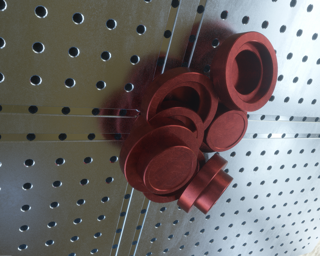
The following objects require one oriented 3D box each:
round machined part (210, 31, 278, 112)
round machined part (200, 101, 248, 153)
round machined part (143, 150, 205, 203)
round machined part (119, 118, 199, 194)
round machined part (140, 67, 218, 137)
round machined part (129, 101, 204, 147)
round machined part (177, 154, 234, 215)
[{"bbox_3d":[0.103,-0.071,0.397,0.099,0.042,0.097,-6,101,-34],"label":"round machined part"},{"bbox_3d":[0.085,-0.005,0.442,0.099,0.042,0.097,-14,124,-21],"label":"round machined part"},{"bbox_3d":[0.011,0.055,0.439,0.099,0.042,0.097,-14,124,-21],"label":"round machined part"},{"bbox_3d":[0.005,0.040,0.372,0.099,0.042,0.097,-14,124,-21],"label":"round machined part"},{"bbox_3d":[0.021,-0.031,0.392,0.099,0.042,0.097,-14,124,-21],"label":"round machined part"},{"bbox_3d":[0.005,0.008,0.407,0.099,0.042,0.097,-14,124,-21],"label":"round machined part"},{"bbox_3d":[0.072,0.089,0.462,0.098,0.042,0.098,-46,162,-19],"label":"round machined part"}]
